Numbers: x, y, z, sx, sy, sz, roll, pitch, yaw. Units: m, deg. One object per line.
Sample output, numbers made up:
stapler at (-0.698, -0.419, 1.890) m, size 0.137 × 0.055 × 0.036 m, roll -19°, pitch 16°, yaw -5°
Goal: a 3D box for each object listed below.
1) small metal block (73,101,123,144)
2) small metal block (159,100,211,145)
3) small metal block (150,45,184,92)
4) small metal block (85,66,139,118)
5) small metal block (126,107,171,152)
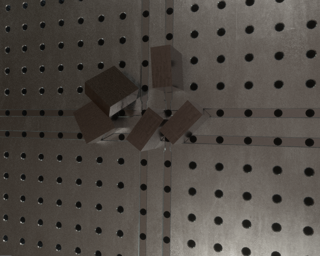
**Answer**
small metal block at (-0.089, -0.011, 0.443) m, size 0.050 × 0.025 × 0.050 m, roll -28°, pitch 81°, yaw 17°
small metal block at (0.032, -0.007, 0.387) m, size 0.050 × 0.050 × 0.025 m, roll -46°, pitch 76°, yaw 14°
small metal block at (0.010, -0.074, 0.395) m, size 0.025 × 0.050 × 0.050 m, roll -3°, pitch 89°, yaw 20°
small metal block at (-0.066, -0.050, 0.420) m, size 0.050 × 0.025 × 0.050 m, roll 44°, pitch 59°, yaw 14°
small metal block at (-0.010, 0.002, 0.402) m, size 0.025 × 0.050 × 0.050 m, roll 39°, pitch 102°, yaw 15°
